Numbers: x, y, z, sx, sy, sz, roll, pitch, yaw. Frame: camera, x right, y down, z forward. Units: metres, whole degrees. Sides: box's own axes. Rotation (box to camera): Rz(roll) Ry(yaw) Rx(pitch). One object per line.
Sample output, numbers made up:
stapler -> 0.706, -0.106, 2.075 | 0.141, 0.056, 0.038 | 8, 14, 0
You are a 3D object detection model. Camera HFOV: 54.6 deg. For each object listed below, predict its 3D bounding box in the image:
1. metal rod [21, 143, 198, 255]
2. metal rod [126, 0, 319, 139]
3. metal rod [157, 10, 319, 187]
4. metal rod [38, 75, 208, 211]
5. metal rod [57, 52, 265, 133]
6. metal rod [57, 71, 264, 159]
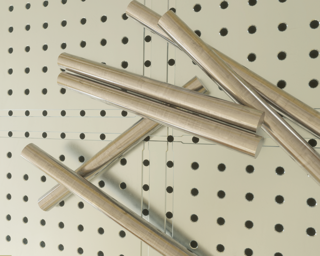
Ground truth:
metal rod -> -0.063, 0.109, 0.416 | 0.300, 0.025, 0.025 | 32, 100, 10
metal rod -> 0.078, -0.078, 0.385 | 0.300, 0.025, 0.025 | 37, 102, 16
metal rod -> 0.109, -0.024, 0.355 | 0.300, 0.025, 0.025 | 46, 104, 7
metal rod -> -0.062, 0.030, 0.434 | 0.300, 0.025, 0.025 | -37, 78, 16
metal rod -> -0.018, -0.053, 0.398 | 0.300, 0.025, 0.025 | 21, 97, 26
metal rod -> -0.020, -0.026, 0.395 | 0.300, 0.025, 0.025 | 21, 97, 28
